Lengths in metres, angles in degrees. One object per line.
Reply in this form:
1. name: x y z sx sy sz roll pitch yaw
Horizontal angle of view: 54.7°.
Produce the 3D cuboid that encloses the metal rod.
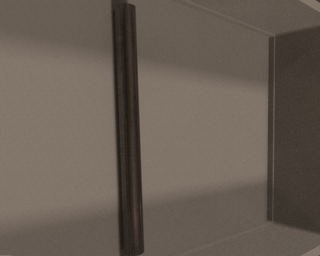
1. metal rod: -0.037 0.003 0.377 0.025 0.025 0.298 -3 92 -40
